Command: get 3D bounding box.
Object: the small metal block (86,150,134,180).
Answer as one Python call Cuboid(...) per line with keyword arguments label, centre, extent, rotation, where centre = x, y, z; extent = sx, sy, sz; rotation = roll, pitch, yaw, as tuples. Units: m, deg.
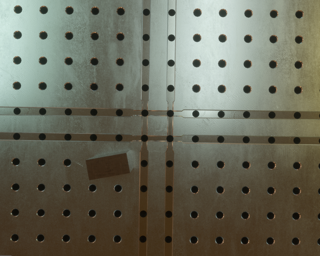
Cuboid(label="small metal block", centre=(-0.063, 0.047, 0.401), extent=(0.050, 0.050, 0.025), rotation=(-10, 90, 0))
